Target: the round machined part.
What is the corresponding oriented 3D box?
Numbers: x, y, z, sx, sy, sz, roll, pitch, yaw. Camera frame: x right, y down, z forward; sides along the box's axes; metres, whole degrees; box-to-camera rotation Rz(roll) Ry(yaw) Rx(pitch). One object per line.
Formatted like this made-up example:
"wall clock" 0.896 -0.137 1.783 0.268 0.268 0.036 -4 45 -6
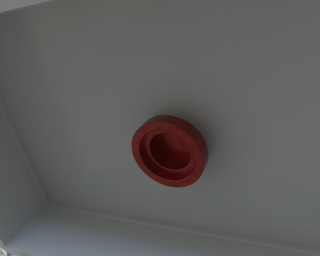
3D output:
"round machined part" 0.016 0.026 0.404 0.098 0.042 0.097 13 124 20
